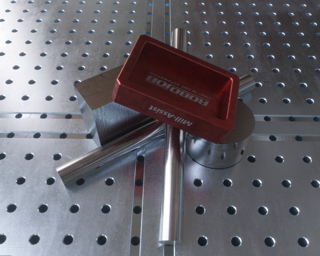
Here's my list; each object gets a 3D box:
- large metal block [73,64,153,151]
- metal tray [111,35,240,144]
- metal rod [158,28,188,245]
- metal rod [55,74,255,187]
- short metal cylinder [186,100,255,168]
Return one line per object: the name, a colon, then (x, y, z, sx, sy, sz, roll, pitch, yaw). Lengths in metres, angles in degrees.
large metal block: (-0.054, -0.026, 0.392, 0.081, 0.080, 0.050, -27, 56, -21)
metal tray: (0.022, -0.046, 0.351, 0.131, 0.030, 0.090, 22, 51, -6)
metal rod: (0.020, -0.012, 0.389, 0.025, 0.025, 0.299, 3, 59, 2)
metal rod: (0.010, -0.006, 0.413, 0.302, 0.025, 0.025, -27, 55, -21)
short metal cylinder: (0.073, 0.003, 0.388, 0.081, 0.050, 0.080, 0, 50, 0)
